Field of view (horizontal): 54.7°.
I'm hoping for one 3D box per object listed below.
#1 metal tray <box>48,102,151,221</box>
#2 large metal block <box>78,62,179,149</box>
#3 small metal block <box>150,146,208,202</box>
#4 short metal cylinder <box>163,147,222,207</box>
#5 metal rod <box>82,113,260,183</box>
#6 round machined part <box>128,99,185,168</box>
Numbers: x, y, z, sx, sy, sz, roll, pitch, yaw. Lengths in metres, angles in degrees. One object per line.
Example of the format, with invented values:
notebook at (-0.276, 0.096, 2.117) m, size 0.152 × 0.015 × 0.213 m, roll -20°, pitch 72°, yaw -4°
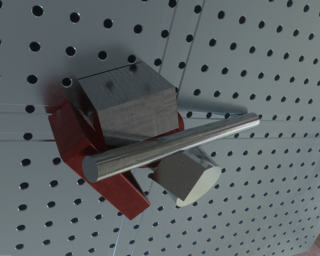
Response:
metal tray at (-0.068, 0.040, 0.357) m, size 0.030 × 0.090 × 0.130 m, roll -38°, pitch 130°, yaw -3°
large metal block at (-0.035, -0.027, 0.339) m, size 0.081 × 0.080 × 0.050 m, roll -20°, pitch 126°, yaw -17°
small metal block at (0.024, 0.054, 0.387) m, size 0.050 × 0.050 × 0.025 m, roll -58°, pitch 170°, yaw 11°
short metal cylinder at (0.041, 0.067, 0.445) m, size 0.081 × 0.050 × 0.080 m, roll -29°, pitch 147°, yaw -21°
metal rod at (0.042, 0.012, 0.382) m, size 0.302 × 0.025 × 0.025 m, roll -13°, pitch 127°, yaw -45°
round machined part at (-0.010, 0.014, 0.408) m, size 0.099 × 0.042 × 0.097 m, roll -14°, pitch 125°, yaw -21°
